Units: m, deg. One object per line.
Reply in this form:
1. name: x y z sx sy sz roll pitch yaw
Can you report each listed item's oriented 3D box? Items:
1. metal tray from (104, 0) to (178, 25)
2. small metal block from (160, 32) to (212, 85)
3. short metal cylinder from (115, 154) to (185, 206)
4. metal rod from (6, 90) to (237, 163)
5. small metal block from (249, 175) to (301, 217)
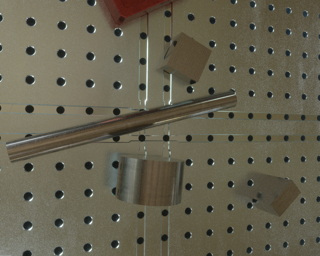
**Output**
1. metal tray: -0.017 -0.203 0.404 0.131 0.030 0.090 -30 100 -18
2. small metal block: 0.036 -0.095 0.427 0.050 0.025 0.050 27 81 -19
3. short metal cylinder: -0.012 0.061 0.380 0.081 0.080 0.050 6 88 -20
4. metal rod: -0.033 -0.007 0.401 0.302 0.025 0.025 -14 95 -20
5. small metal block: 0.171 0.100 0.465 0.050 0.050 0.025 -42 104 -15
